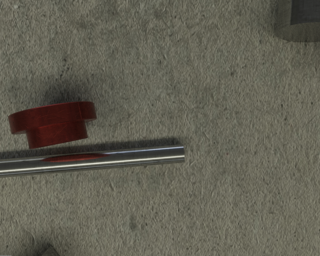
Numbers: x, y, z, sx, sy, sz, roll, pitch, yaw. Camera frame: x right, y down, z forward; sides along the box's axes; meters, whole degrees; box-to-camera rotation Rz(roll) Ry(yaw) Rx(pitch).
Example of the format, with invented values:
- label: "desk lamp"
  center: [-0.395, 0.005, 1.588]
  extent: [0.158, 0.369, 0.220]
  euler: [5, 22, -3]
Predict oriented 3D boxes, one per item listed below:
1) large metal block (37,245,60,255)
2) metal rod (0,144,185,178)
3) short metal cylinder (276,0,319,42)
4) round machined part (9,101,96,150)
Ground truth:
- label: "large metal block"
  center: [-0.156, 0.215, 0.396]
  extent: [0.080, 0.050, 0.080]
  euler: [-37, 90, 0]
- label: "metal rod"
  center: [-0.119, 0.046, 0.408]
  extent: [0.302, 0.025, 0.025]
  euler: [-5, 90, 0]
- label: "short metal cylinder"
  center: [0.189, -0.142, 0.384]
  extent: [0.080, 0.080, 0.050]
  euler: [5, 90, 0]
- label: "round machined part"
  center: [-0.125, -0.001, 0.373]
  extent: [0.099, 0.098, 0.042]
  euler: [-11, 90, 0]
